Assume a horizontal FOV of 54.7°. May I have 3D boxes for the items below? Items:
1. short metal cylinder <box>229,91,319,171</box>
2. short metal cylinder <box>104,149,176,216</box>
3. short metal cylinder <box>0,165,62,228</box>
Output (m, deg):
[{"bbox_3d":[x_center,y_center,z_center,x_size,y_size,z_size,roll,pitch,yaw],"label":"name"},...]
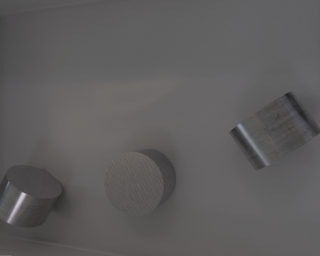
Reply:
[{"bbox_3d":[0.124,0.004,0.338,0.080,0.080,0.050,-36,79,16],"label":"short metal cylinder"},{"bbox_3d":[-0.025,0.069,0.406,0.080,0.050,0.080,0,90,20],"label":"short metal cylinder"},{"bbox_3d":[-0.191,0.097,0.449,0.080,0.080,0.050,33,101,17],"label":"short metal cylinder"}]
